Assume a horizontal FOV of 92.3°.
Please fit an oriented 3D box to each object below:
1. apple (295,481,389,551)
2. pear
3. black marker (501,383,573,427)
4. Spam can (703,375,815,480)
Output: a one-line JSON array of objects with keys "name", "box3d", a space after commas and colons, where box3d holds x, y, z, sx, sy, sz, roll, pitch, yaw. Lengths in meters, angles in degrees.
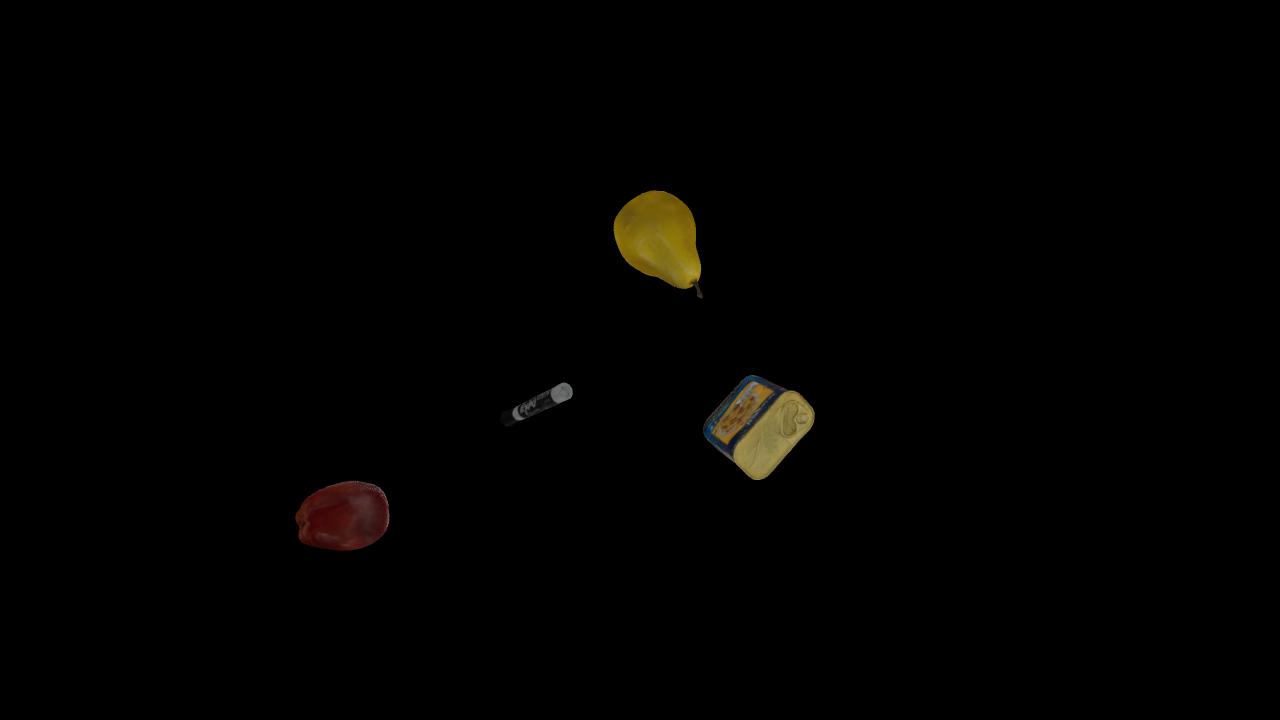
[{"name": "apple", "box3d": [-0.325, 0.174, 0.681, 0.079, 0.079, 0.093, 0, -5, 41]}, {"name": "pear", "box3d": [0.029, -0.098, 0.554, 0.080, 0.111, 0.080, -36, -12, -9]}, {"name": "black marker", "box3d": [-0.118, 0.051, 0.681, 0.020, 0.020, 0.121, 0, -19, -45]}, {"name": "Spam can", "box3d": [0.128, 0.071, 0.685, 0.058, 0.101, 0.085, 45, -5, -23]}]
